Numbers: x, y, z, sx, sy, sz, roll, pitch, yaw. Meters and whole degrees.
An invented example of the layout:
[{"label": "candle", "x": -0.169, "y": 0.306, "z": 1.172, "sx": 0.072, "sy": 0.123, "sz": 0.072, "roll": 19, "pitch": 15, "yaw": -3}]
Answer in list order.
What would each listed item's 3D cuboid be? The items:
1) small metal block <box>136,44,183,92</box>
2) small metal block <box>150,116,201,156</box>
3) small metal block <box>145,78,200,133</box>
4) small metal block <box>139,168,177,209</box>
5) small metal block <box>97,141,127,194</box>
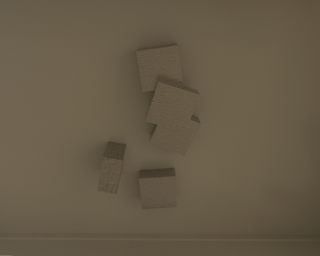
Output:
[{"label": "small metal block", "x": 0.000, "y": -0.075, "z": 0.384, "sx": 0.050, "sy": 0.025, "sz": 0.050, "roll": -8, "pitch": 110, "yaw": 2}, {"label": "small metal block", "x": 0.019, "y": 0.002, "z": 0.413, "sx": 0.050, "sy": 0.025, "sz": 0.050, "roll": 22, "pitch": 109, "yaw": -9}, {"label": "small metal block", "x": 0.014, "y": -0.028, "z": 0.375, "sx": 0.050, "sy": 0.025, "sz": 0.050, "roll": 17, "pitch": 109, "yaw": -7}, {"label": "small metal block", "x": -0.002, "y": 0.086, "z": 0.443, "sx": 0.050, "sy": 0.025, "sz": 0.050, "roll": -4, "pitch": 110, "yaw": 1}, {"label": "small metal block", "x": -0.064, "y": 0.052, "z": 0.416, "sx": 0.025, "sy": 0.050, "sz": 0.050, "roll": 11, "pitch": 110, "yaw": -4}]
